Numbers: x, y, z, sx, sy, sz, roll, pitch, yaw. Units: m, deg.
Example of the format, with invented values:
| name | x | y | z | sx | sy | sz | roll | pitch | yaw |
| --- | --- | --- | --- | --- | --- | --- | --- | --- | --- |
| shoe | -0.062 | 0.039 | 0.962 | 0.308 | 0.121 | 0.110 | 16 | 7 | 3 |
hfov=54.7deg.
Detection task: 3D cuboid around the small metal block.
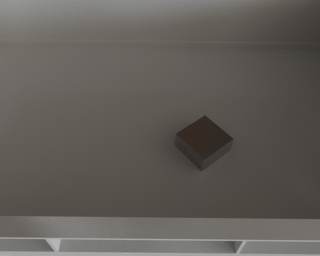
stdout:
| name | x | y | z | sx | sy | sz | roll | pitch | yaw |
| --- | --- | --- | --- | --- | --- | --- | --- | --- | --- |
| small metal block | 0.055 | 0.018 | 0.391 | 0.050 | 0.025 | 0.050 | -31 | 57 | -24 |
